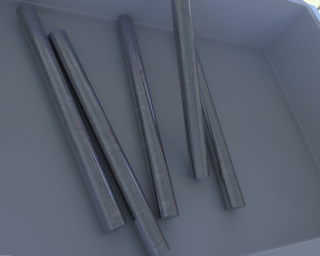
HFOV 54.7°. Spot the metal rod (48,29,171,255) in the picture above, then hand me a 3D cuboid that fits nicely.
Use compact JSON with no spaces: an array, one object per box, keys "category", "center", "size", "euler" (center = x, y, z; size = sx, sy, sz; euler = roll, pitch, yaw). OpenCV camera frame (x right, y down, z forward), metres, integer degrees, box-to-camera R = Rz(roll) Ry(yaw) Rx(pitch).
[{"category":"metal rod","center":[-0.068,0.006,0.366],"size":[0.025,0.025,0.299],"euler":[-17,71,-35]}]

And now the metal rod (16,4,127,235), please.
[{"category":"metal rod","center":[-0.110,-0.024,0.361],"size":[0.025,0.025,0.299],"euler":[-15,70,-34]}]

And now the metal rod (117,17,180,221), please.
[{"category":"metal rod","center":[-0.022,-0.030,0.413],"size":[0.025,0.025,0.299],"euler":[1,61,-28]}]

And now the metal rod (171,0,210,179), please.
[{"category":"metal rod","center":[0.035,-0.085,0.400],"size":[0.025,0.025,0.298],"euler":[-6,90,-31]}]

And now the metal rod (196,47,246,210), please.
[{"category":"metal rod","center":[0.070,-0.029,0.462],"size":[0.025,0.025,0.299],"euler":[2,61,-28]}]
